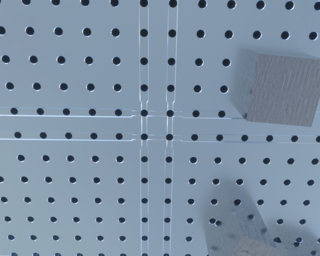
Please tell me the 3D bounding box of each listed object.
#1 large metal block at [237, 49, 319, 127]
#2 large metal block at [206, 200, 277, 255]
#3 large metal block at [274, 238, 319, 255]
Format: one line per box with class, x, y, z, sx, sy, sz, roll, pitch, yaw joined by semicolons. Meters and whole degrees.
large metal block;0.147;-0.050;0.382;0.080;0.050;0.079;5;110;-2
large metal block;0.112;0.166;0.446;0.050;0.080;0.080;23;108;-8
large metal block;0.218;0.230;0.486;0.080;0.050;0.079;15;109;-6
